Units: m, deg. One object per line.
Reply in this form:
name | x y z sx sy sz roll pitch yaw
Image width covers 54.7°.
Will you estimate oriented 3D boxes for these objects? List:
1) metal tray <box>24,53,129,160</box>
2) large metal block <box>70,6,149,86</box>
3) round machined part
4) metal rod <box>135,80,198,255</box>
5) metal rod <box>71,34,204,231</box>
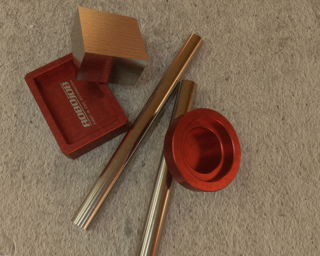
metal tray | -0.111 -0.035 0.416 0.090 0.030 0.130 -29 73 -11
large metal block | -0.069 -0.107 0.410 0.081 0.050 0.080 2 57 -28
round machined part | 0.046 0.028 0.375 0.099 0.042 0.098 7 76 -28
metal rod | 0.003 0.075 0.380 0.025 0.025 0.299 13 70 4
metal rod | -0.021 -0.007 0.410 0.025 0.025 0.300 28 72 9
